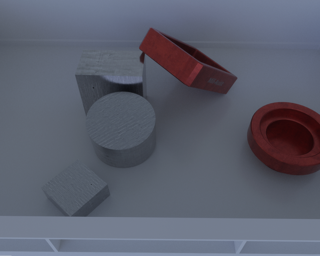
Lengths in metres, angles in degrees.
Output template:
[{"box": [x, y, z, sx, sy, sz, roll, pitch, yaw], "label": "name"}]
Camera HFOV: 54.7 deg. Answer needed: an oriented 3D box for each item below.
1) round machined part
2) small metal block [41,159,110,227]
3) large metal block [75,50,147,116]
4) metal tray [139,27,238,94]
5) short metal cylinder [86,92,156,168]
[{"box": [0.157, 0.017, 0.382, 0.099, 0.042, 0.098, 0, 50, 0], "label": "round machined part"}, {"box": [-0.093, 0.071, 0.345, 0.050, 0.025, 0.050, 35, 58, 25], "label": "small metal block"}, {"box": [-0.061, -0.056, 0.416, 0.081, 0.080, 0.050, 2, 50, 1], "label": "large metal block"}, {"box": [0.043, -0.088, 0.422, 0.090, 0.030, 0.131, 42, 22, 24], "label": "metal tray"}, {"box": [-0.045, 0.002, 0.379, 0.081, 0.050, 0.080, 0, 59, 0], "label": "short metal cylinder"}]
